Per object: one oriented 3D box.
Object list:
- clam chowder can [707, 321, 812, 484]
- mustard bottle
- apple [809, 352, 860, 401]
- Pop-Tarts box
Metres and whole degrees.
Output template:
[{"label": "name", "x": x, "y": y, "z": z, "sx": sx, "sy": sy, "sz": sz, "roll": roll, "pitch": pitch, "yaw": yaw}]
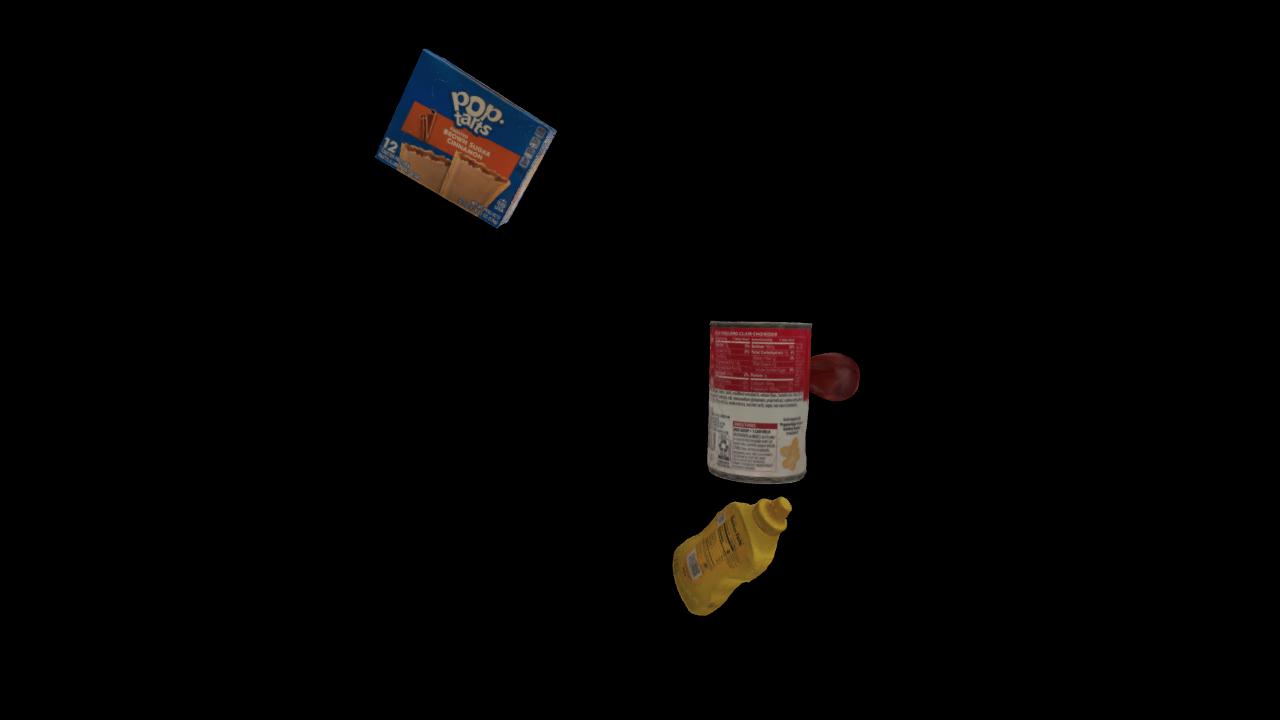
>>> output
[{"label": "clam chowder can", "x": 0.079, "y": 0.025, "z": 0.412, "sx": 0.068, "sy": 0.102, "sz": 0.068, "roll": 1, "pitch": 3, "yaw": 0}, {"label": "mustard bottle", "x": 0.112, "y": 0.218, "z": 0.724, "sx": 0.054, "sy": 0.184, "sz": 0.092, "roll": 23, "pitch": 34, "yaw": -26}, {"label": "apple", "x": 0.302, "y": 0.028, "z": 0.977, "sx": 0.093, "sy": 0.079, "sz": 0.079, "roll": 8, "pitch": -2, "yaw": -11}, {"label": "Pop-Tarts box", "x": -0.213, "y": -0.272, "z": 0.770, "sx": 0.167, "sy": 0.141, "sz": 0.083, "roll": 30, "pitch": 16, "yaw": -12}]
